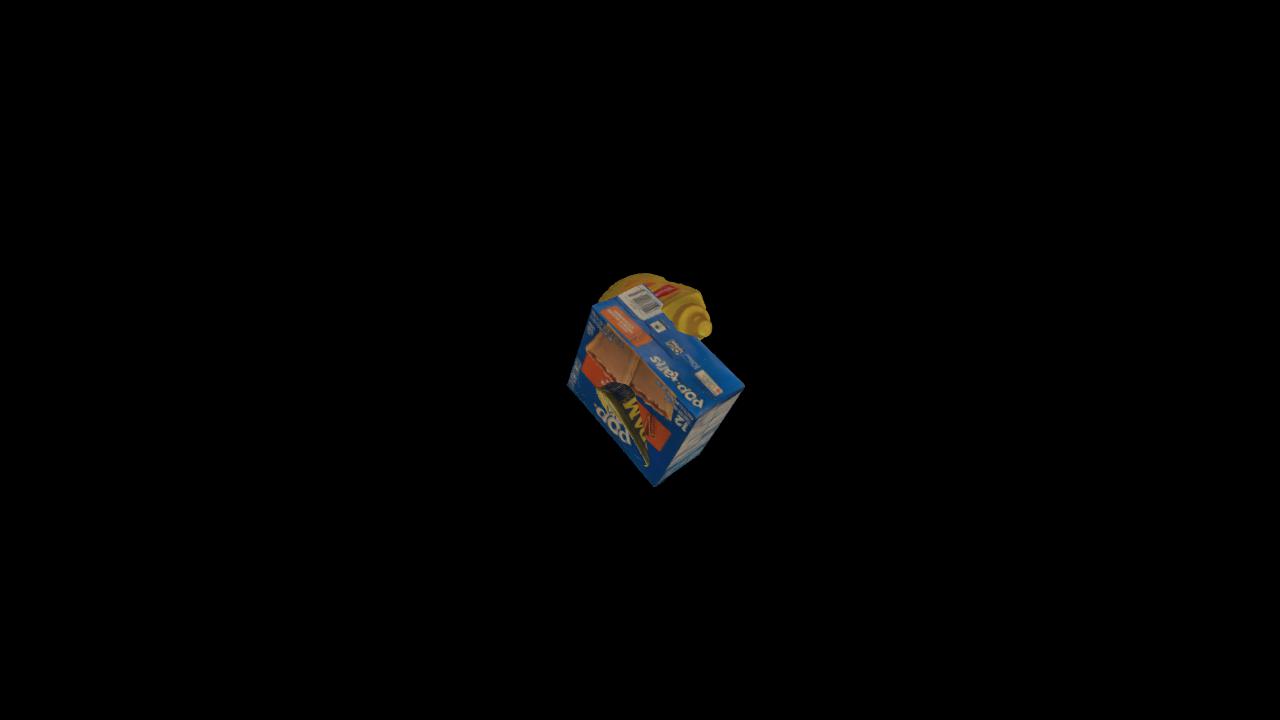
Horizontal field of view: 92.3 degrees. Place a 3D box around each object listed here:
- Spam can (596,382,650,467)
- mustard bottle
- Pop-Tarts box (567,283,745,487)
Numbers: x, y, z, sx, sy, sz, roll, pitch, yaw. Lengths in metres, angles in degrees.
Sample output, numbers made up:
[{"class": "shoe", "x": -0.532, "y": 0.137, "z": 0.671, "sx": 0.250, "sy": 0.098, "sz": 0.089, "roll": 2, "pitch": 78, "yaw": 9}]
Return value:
[{"class": "Spam can", "x": 0.013, "y": 0.052, "z": 0.680, "sx": 0.085, "sy": 0.101, "sz": 0.058, "roll": -33, "pitch": 24, "yaw": -14}, {"class": "mustard bottle", "x": 0.027, "y": -0.056, "z": 0.715, "sx": 0.092, "sy": 0.054, "sz": 0.184, "roll": -24, "pitch": 26, "yaw": -20}, {"class": "Pop-Tarts box", "x": 0.010, "y": 0.028, "z": 0.684, "sx": 0.083, "sy": 0.167, "sz": 0.141, "roll": -26, "pitch": -26, "yaw": -36}]
